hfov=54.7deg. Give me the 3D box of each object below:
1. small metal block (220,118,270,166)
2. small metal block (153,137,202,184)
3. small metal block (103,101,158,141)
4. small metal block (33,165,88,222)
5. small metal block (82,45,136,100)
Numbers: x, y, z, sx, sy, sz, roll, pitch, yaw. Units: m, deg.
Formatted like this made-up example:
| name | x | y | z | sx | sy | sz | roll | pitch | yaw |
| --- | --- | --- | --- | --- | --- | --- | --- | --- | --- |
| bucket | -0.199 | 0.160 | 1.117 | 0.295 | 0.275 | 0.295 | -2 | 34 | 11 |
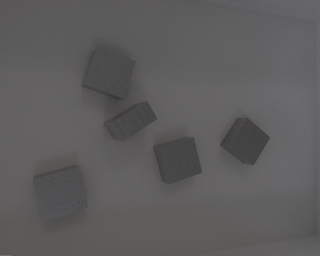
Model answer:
| name | x | y | z | sx | sy | sz | roll | pitch | yaw |
| --- | --- | --- | --- | --- | --- | --- | --- | --- | --- |
| small metal block | 0.126 | 0.020 | 0.457 | 0.050 | 0.025 | 0.050 | 37 | 78 | -16 |
| small metal block | 0.024 | 0.043 | 0.419 | 0.050 | 0.025 | 0.050 | -16 | 96 | -19 |
| small metal block | -0.038 | -0.008 | 0.383 | 0.050 | 0.050 | 0.025 | -33 | 101 | -17 |
| small metal block | -0.118 | 0.076 | 0.367 | 0.050 | 0.025 | 0.050 | -15 | 95 | -20 |
| small metal block | -0.064 | -0.068 | 0.387 | 0.050 | 0.025 | 0.050 | 20 | 84 | -19 |
